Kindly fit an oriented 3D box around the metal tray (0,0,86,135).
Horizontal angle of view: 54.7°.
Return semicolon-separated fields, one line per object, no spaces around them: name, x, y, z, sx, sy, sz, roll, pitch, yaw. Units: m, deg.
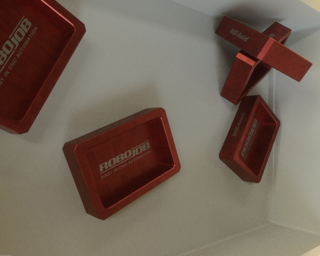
metal tray;-0.138;-0.070;0.287;0.090;0.030;0.130;36;68;-35

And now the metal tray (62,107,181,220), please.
metal tray;-0.039;0.037;0.372;0.131;0.030;0.089;-26;107;-37

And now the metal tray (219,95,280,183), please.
metal tray;0.160;0.019;0.540;0.090;0.030;0.130;41;65;-33

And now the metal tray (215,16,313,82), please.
metal tray;0.149;-0.120;0.461;0.091;0.130;0.030;18;113;-29

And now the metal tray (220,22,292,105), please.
metal tray;0.155;-0.105;0.501;0.131;0.030;0.089;-41;157;-33
